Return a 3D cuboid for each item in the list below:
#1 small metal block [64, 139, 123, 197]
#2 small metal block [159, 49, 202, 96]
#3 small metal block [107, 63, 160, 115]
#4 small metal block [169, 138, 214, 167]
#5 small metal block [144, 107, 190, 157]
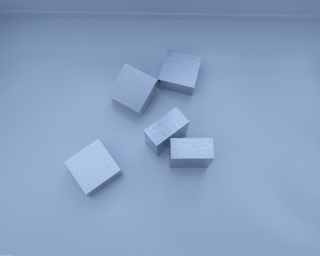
[{"bbox_3d":[-0.083,0.050,0.390,0.050,0.025,0.050,-35,74,-12],"label":"small metal block"},{"bbox_3d":[0.028,-0.078,0.439,0.050,0.025,0.050,14,70,4],"label":"small metal block"},{"bbox_3d":[-0.035,-0.052,0.421,0.050,0.025,0.050,29,90,10],"label":"small metal block"},{"bbox_3d":[0.038,0.032,0.385,0.050,0.050,0.025,0,70,-1],"label":"small metal block"},{"bbox_3d":[0.008,0.006,0.394,0.050,0.050,0.025,-36,74,-12],"label":"small metal block"}]
